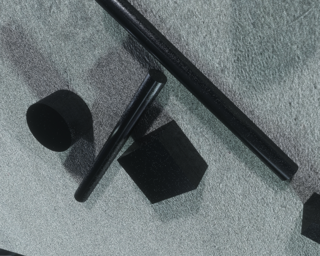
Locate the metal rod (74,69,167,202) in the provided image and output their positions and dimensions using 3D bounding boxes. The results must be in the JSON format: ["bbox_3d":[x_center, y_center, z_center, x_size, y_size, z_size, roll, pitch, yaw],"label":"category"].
[{"bbox_3d":[-0.072,0.030,0.463,0.025,0.025,0.298,39,129,2],"label":"metal rod"}]

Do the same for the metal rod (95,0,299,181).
[{"bbox_3d":[0.042,-0.051,0.353,0.300,0.025,0.025,44,129,-3],"label":"metal rod"}]

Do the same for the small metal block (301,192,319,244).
[{"bbox_3d":[0.195,0.110,0.356,0.050,0.050,0.025,27,128,11],"label":"small metal block"}]

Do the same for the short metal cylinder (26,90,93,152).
[{"bbox_3d":[-0.149,-0.011,0.462,0.080,0.050,0.079,13,124,21],"label":"short metal cylinder"}]

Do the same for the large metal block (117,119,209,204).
[{"bbox_3d":[0.004,0.047,0.418,0.080,0.050,0.080,-29,103,37],"label":"large metal block"}]
